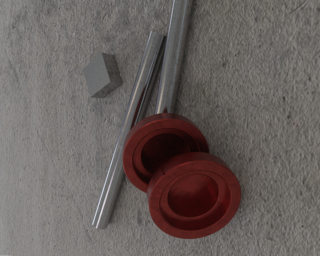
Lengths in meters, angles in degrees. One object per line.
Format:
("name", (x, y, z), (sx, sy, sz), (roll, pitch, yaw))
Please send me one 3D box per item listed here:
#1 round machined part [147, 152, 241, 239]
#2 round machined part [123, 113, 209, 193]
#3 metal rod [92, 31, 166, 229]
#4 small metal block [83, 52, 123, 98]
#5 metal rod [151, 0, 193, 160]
("round machined part", (0.035, 0.069, 0.342), (0.042, 0.099, 0.097), (-110, 40, -67))
("round machined part", (0.005, 0.028, 0.366), (0.042, 0.099, 0.097), (-110, 40, -67))
("metal rod", (-0.047, 0.013, 0.443), (0.025, 0.025, 0.298), (30, 108, 36))
("small metal block", (-0.089, -0.080, 0.479), (0.050, 0.025, 0.050), (-29, 72, 36))
("metal rod", (0.014, -0.072, 0.393), (0.025, 0.025, 0.298), (16, 100, 39))
